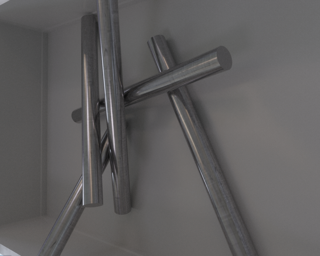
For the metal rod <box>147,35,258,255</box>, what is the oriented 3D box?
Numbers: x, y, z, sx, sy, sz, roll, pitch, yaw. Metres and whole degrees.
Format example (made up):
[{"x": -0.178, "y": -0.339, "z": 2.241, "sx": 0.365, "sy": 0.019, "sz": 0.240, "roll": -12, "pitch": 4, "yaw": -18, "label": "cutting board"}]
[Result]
[{"x": 0.046, "y": 0.018, "z": 0.368, "sx": 0.025, "sy": 0.025, "sz": 0.299, "roll": -33, "pitch": 70, "yaw": 35, "label": "metal rod"}]

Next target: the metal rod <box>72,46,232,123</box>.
[{"x": -0.037, "y": -0.044, "z": 0.412, "sx": 0.299, "sy": 0.025, "sz": 0.025, "roll": -14, "pitch": 81, "yaw": 46, "label": "metal rod"}]

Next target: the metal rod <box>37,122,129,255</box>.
[{"x": -0.117, "y": 0.115, "z": 0.400, "sx": 0.025, "sy": 0.025, "sz": 0.300, "roll": 4, "pitch": 59, "yaw": 40, "label": "metal rod"}]

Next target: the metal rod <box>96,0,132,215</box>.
[{"x": -0.058, "y": -0.021, "z": 0.404, "sx": 0.025, "sy": 0.025, "sz": 0.298, "roll": 15, "pitch": 115, "yaw": 39, "label": "metal rod"}]

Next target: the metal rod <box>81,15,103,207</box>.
[{"x": -0.099, "y": -0.040, "z": 0.442, "sx": 0.025, "sy": 0.025, "sz": 0.299, "roll": -27, "pitch": 59, "yaw": 37, "label": "metal rod"}]
